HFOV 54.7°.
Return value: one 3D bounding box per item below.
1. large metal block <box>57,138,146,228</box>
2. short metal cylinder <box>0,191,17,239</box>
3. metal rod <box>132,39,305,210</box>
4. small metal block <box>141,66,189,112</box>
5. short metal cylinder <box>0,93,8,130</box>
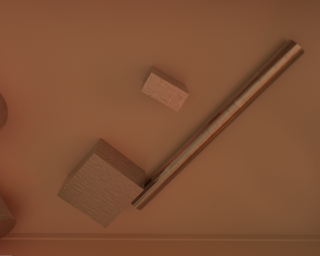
[{"bbox_3d":[-0.078,0.075,0.425,0.080,0.050,0.080,39,105,-14],"label":"large metal block"},{"bbox_3d":[-0.246,0.127,0.418,0.080,0.080,0.050,-43,71,14],"label":"short metal cylinder"},{"bbox_3d":[0.066,0.005,0.414,0.025,0.025,0.299,40,105,-14],"label":"metal rod"},{"bbox_3d":[0.006,-0.049,0.380,0.050,0.050,0.025,29,108,-11],"label":"small metal block"},{"bbox_3d":[-0.243,-0.017,0.388,0.081,0.050,0.079,0,110,-1],"label":"short metal cylinder"}]
